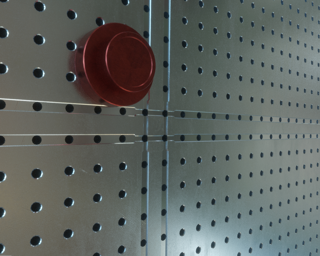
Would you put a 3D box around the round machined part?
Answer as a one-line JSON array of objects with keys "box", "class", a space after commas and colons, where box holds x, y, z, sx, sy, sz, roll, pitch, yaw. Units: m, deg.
[{"box": [-0.044, -0.074, 0.363, 0.099, 0.042, 0.097, 0, 90, -40], "class": "round machined part"}]
